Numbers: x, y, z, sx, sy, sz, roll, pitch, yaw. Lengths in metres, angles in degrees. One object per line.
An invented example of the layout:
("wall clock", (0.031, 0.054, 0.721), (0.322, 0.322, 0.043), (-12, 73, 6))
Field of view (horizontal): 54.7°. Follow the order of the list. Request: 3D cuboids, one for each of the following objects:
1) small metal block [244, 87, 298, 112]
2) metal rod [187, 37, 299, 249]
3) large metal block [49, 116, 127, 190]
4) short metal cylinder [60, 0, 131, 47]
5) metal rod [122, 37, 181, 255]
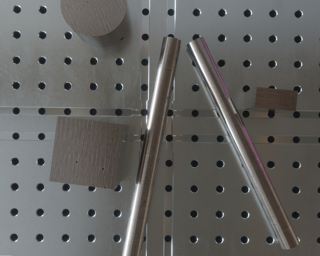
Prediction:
("small metal block", (0.142, -0.035, 0.402), (0.050, 0.050, 0.025), (5, 90, 0))
("metal rod", (0.110, 0.020, 0.414), (0.025, 0.025, 0.299), (-25, 90, 0))
("large metal block", (-0.089, 0.030, 0.400), (0.080, 0.050, 0.080), (7, 90, 0))
("short metal cylinder", (-0.080, -0.151, 0.400), (0.081, 0.050, 0.079), (0, 90, 0))
("metal rod", (-0.012, 0.029, 0.413), (0.025, 0.025, 0.298), (11, 90, 0))
